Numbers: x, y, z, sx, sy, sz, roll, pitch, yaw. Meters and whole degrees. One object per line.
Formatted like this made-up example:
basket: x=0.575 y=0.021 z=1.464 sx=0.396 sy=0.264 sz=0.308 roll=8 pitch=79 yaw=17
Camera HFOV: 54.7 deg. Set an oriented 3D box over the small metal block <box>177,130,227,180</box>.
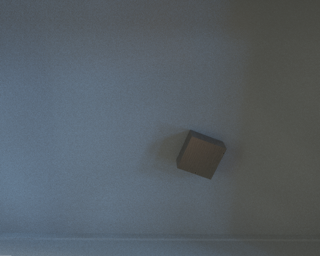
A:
small metal block: x=0.056 y=0.037 z=0.426 sx=0.050 sy=0.025 sz=0.050 roll=20 pitch=109 yaw=-8
